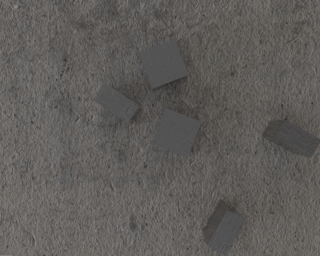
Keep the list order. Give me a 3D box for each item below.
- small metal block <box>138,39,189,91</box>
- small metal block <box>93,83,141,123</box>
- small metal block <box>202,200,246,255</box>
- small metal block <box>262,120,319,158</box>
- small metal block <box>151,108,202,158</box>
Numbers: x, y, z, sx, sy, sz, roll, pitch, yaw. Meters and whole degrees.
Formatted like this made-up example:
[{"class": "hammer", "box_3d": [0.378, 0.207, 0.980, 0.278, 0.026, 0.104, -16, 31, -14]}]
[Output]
[{"class": "small metal block", "box_3d": [0.005, -0.083, 0.410, 0.050, 0.025, 0.050, -21, 90, 0]}, {"class": "small metal block", "box_3d": [-0.053, -0.030, 0.397, 0.050, 0.050, 0.025, 34, 90, 0]}, {"class": "small metal block", "box_3d": [0.080, 0.126, 0.398, 0.025, 0.050, 0.050, 30, 90, 0]}, {"class": "small metal block", "box_3d": [0.167, 0.013, 0.399, 0.050, 0.050, 0.025, 29, 90, 0]}, {"class": "small metal block", "box_3d": [0.021, 0.006, 0.410, 0.050, 0.025, 0.050, 22, 90, 0]}]
